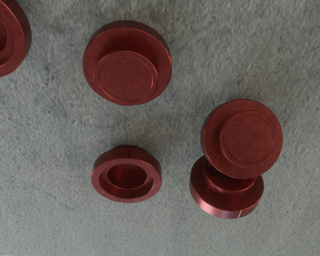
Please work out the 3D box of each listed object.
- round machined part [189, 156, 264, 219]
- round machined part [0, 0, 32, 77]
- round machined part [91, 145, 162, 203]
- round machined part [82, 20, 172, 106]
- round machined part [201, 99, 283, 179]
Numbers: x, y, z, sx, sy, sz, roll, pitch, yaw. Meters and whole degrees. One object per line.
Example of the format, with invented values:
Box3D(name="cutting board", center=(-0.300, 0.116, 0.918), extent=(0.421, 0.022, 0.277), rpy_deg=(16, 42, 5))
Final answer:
Box3D(name="round machined part", center=(0.090, 0.068, 0.416), extent=(0.099, 0.098, 0.042), rpy_deg=(1, 135, -2))
Box3D(name="round machined part", center=(-0.178, -0.102, 0.307), extent=(0.099, 0.042, 0.097), rpy_deg=(-1, 130, 0))
Box3D(name="round machined part", center=(-0.047, 0.062, 0.449), extent=(0.099, 0.042, 0.097), rpy_deg=(-1, 130, 0))
Box3D(name="round machined part", center=(-0.036, -0.063, 0.342), extent=(0.099, 0.042, 0.097), rpy_deg=(-1, 130, 0))
Box3D(name="round machined part", center=(0.101, 0.013, 0.374), extent=(0.099, 0.042, 0.097), rpy_deg=(0, 89, -4))
